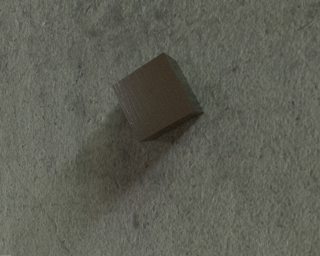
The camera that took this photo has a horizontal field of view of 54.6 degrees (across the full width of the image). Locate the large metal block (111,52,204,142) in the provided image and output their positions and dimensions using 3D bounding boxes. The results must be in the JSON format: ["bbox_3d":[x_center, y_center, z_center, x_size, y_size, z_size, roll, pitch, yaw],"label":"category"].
[{"bbox_3d":[-0.002,-0.036,0.397,0.080,0.050,0.080,-30,80,17],"label":"large metal block"}]
